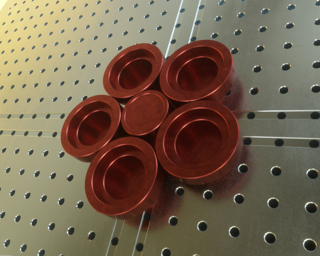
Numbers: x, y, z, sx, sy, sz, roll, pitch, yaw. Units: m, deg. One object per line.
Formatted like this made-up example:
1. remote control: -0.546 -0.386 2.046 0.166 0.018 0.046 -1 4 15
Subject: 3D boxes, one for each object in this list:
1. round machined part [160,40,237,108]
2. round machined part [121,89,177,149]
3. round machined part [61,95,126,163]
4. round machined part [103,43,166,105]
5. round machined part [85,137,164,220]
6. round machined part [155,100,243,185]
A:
1. round machined part: 0.052 -0.065 0.410 0.098 0.042 0.098 -13 56 21
2. round machined part: -0.012 -0.011 0.411 0.098 0.042 0.098 -13 56 21
3. round machined part: -0.088 0.004 0.441 0.098 0.042 0.098 -13 56 21
4. round machined part: -0.032 -0.075 0.461 0.098 0.042 0.098 -13 56 21
5. round machined part: -0.039 0.063 0.379 0.098 0.042 0.098 -13 56 21
6. round machined part: 0.047 0.020 0.361 0.098 0.042 0.098 -13 56 21
